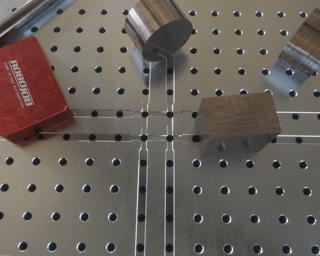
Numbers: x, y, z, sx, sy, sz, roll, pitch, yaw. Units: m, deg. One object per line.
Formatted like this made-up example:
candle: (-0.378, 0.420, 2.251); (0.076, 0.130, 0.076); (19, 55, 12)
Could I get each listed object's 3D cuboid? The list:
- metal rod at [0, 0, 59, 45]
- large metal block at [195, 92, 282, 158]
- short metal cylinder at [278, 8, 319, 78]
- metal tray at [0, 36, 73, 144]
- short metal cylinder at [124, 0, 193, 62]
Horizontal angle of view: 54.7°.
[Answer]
metal rod: (-0.225, -0.154, 0.466); (0.025, 0.025, 0.301); (41, 75, 13)
large metal block: (0.091, -0.001, 0.383); (0.081, 0.080, 0.050); (-6, 70, -2)
short metal cylinder: (0.210, -0.115, 0.426); (0.050, 0.080, 0.080); (39, 75, 13)
metal tray: (-0.189, -0.055, 0.428); (0.090, 0.030, 0.130); (-26, 72, -9)
short metal cylinder: (-0.002, -0.139, 0.433); (0.080, 0.080, 0.050); (-29, 73, -10)
